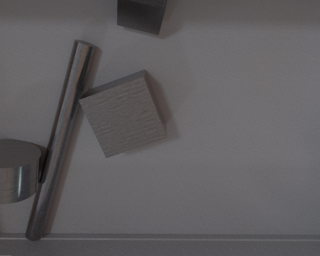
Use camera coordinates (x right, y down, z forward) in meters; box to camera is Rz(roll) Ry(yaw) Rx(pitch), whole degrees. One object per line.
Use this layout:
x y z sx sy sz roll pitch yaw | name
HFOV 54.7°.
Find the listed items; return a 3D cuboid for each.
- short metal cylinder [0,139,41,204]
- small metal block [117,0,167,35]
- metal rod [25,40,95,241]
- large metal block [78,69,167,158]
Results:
-0.198 0.054 0.399 0.081 0.080 0.050 11 110 -4 | short metal cylinder
-0.020 -0.134 0.346 0.050 0.050 0.025 13 74 -5 | small metal block
-0.140 0.030 0.420 0.025 0.025 0.298 18 109 -7 | metal rod
-0.043 -0.019 0.390 0.080 0.050 0.080 -19 109 6 | large metal block
